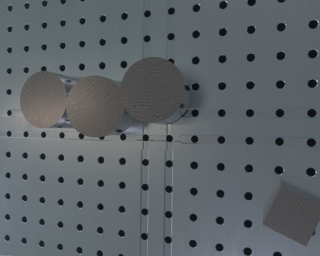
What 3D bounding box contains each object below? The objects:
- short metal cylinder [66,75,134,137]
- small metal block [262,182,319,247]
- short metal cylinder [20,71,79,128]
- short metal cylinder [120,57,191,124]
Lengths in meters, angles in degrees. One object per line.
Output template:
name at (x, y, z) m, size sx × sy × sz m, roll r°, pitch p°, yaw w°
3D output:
short metal cylinder at (-0.078, -0.028, 0.422) m, size 0.080 × 0.050 × 0.079 m, roll 0°, pitch 92°, yaw 12°
small metal block at (0.154, 0.099, 0.358) m, size 0.050 × 0.025 × 0.050 m, roll 25°, pitch 98°, yaw 18°
short metal cylinder at (-0.154, -0.040, 0.453) m, size 0.080 × 0.050 × 0.079 m, roll 0°, pitch 90°, yaw 20°
short metal cylinder at (-0.004, -0.045, 0.396) m, size 0.080 × 0.050 × 0.080 m, roll 0°, pitch 88°, yaw 14°
